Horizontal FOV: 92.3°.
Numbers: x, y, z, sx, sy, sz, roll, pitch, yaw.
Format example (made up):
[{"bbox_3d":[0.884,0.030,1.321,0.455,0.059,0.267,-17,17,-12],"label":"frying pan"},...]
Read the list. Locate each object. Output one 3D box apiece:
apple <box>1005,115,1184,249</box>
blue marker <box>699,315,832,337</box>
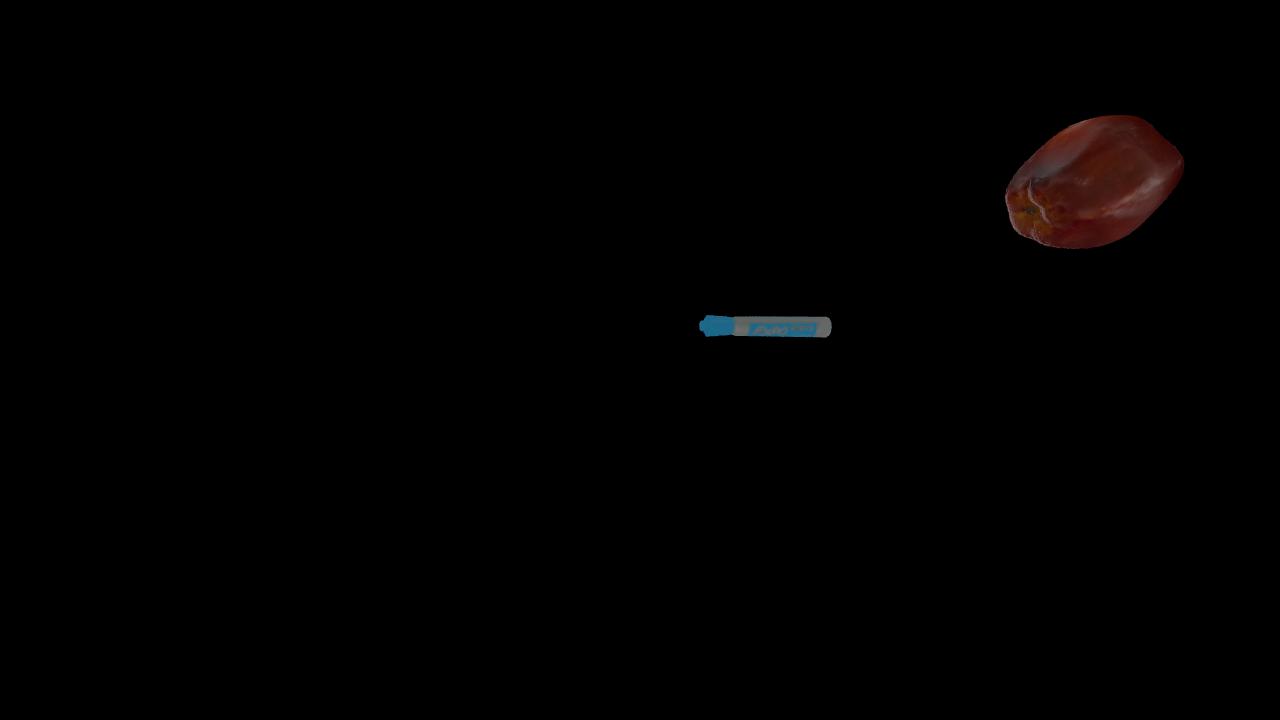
[{"bbox_3d":[0.282,-0.110,0.388,0.093,0.079,0.079,-29,4,-8],"label":"apple"},{"bbox_3d":[0.111,-0.030,0.543,0.121,0.020,0.020,0,0,-14],"label":"blue marker"}]
